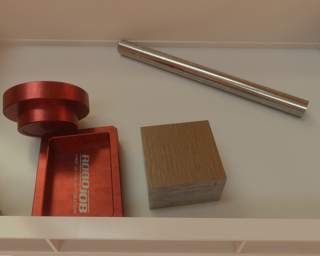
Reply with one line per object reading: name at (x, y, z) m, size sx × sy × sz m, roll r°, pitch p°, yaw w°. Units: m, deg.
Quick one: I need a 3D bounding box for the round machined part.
round machined part at (-0.136, -0.017, 0.376) m, size 0.099 × 0.098 × 0.042 m, roll -6°, pitch 74°, yaw -6°

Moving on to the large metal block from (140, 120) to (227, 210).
large metal block at (0.023, 0.041, 0.355) m, size 0.081 × 0.050 × 0.080 m, roll -6°, pitch 50°, yaw -6°

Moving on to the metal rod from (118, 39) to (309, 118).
metal rod at (0.069, -0.081, 0.473) m, size 0.301 × 0.025 × 0.025 m, roll 23°, pitch 54°, yaw 17°

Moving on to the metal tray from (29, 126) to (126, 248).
metal tray at (-0.089, 0.059, 0.350) m, size 0.091 × 0.030 × 0.130 m, roll -6°, pitch 50°, yaw -6°
